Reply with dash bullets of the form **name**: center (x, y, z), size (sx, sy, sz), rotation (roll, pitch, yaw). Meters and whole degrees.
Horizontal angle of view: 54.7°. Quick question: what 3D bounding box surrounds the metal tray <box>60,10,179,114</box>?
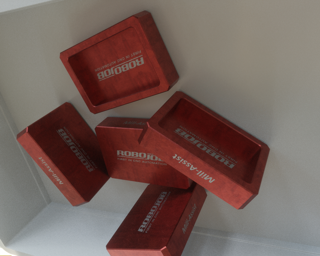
- **metal tray**: center (-0.052, -0.075, 0.383), size (0.130, 0.030, 0.090), rotation (-14, 112, 33)

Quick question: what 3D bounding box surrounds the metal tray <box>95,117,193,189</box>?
- **metal tray**: center (-0.020, 0.033, 0.431), size (0.130, 0.030, 0.089), rotation (3, 120, 26)

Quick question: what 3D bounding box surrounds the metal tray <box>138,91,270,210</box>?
- **metal tray**: center (0.053, 0.019, 0.347), size (0.130, 0.090, 0.030), rotation (33, 129, 6)

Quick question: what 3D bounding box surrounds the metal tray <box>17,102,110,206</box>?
- **metal tray**: center (-0.129, 0.036, 0.452), size (0.030, 0.090, 0.130), rotation (-27, 104, 36)

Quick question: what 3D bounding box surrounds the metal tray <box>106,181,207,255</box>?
- **metal tray**: center (0.000, 0.121, 0.410), size (0.090, 0.131, 0.030), rotation (-13, 112, 32)
